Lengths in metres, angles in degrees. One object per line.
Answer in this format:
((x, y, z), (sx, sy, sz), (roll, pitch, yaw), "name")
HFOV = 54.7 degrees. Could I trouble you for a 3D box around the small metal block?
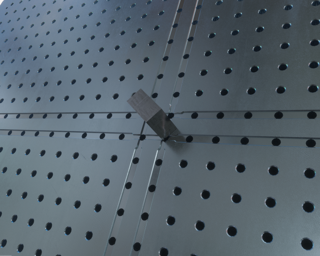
((-0.010, -0.017, 0.407), (0.025, 0.050, 0.050), (-43, 51, -1), "small metal block")
